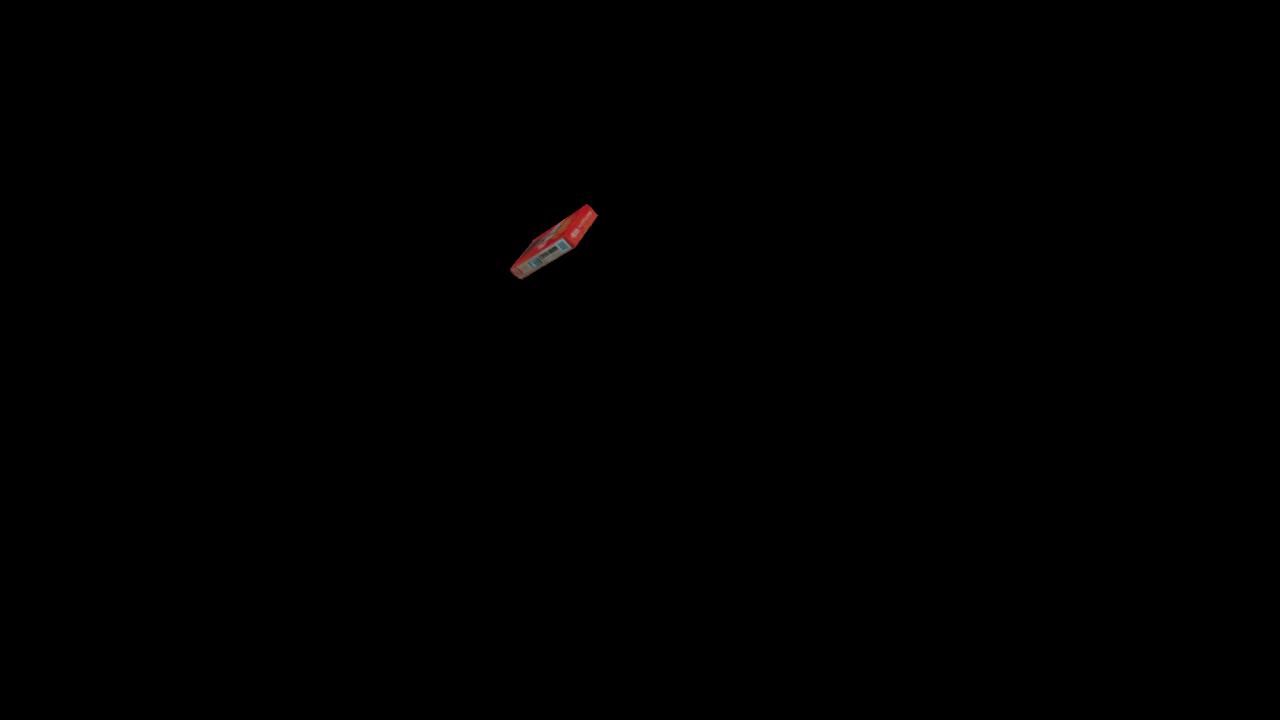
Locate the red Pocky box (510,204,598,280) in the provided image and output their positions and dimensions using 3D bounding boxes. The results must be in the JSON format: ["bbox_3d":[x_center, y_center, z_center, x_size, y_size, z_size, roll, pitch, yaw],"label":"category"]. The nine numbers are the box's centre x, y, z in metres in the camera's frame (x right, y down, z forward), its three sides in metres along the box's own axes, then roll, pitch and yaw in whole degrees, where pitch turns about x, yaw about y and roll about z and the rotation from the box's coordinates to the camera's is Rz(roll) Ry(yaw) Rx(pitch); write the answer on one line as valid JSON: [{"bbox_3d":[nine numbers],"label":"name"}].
[{"bbox_3d":[-0.136,-0.182,0.959,0.155,0.083,0.028,-19,-57,45],"label":"red Pocky box"}]
